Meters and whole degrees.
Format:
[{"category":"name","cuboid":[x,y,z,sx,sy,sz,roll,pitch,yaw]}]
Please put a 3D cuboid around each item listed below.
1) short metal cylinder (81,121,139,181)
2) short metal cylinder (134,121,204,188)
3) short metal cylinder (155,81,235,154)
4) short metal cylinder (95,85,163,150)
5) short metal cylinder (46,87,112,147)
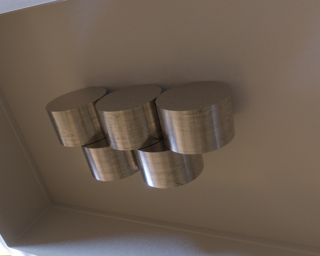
[{"category":"short metal cylinder","cuboid":[-0.062,0.028,0.421,0.080,0.080,0.050,1,119,28]},{"category":"short metal cylinder","cuboid":[0.011,0.030,0.384,0.080,0.080,0.050,1,119,28]},{"category":"short metal cylinder","cuboid":[0.039,-0.014,0.342,0.080,0.080,0.050,2,119,27]},{"category":"short metal cylinder","cuboid":[-0.032,-0.015,0.379,0.080,0.080,0.050,1,119,28]},{"category":"short metal cylinder","cuboid":[-0.104,-0.017,0.415,0.080,0.080,0.050,1,119,28]}]
